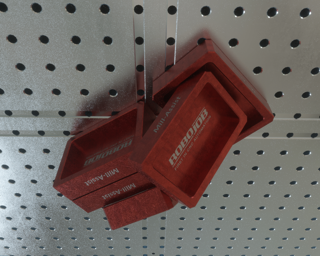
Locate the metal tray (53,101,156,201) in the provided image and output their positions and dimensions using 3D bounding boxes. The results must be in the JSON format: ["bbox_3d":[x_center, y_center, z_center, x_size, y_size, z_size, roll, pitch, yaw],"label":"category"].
[{"bbox_3d":[-0.067,0.028,0.391,0.130,0.090,0.030,-26,126,20],"label":"metal tray"}]

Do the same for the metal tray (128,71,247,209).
[{"bbox_3d":[0.036,0.012,0.348,0.090,0.030,0.130,43,73,-30],"label":"metal tray"}]

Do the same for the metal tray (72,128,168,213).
[{"bbox_3d":[-0.050,0.048,0.407,0.130,0.090,0.030,-26,126,20],"label":"metal tray"}]

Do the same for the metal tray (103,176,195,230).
[{"bbox_3d":[-0.007,0.093,0.430,0.090,0.131,0.030,-25,84,20],"label":"metal tray"}]

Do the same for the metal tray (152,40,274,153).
[{"bbox_3d":[0.066,-0.032,0.380,0.090,0.030,0.130,-36,122,26],"label":"metal tray"}]
